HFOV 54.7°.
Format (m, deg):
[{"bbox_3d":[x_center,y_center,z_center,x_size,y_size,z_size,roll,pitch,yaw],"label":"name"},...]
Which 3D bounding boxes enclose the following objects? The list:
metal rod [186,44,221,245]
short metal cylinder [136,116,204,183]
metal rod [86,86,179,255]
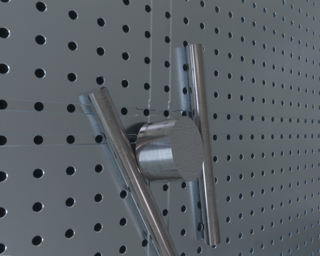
[{"bbox_3d":[0.065,0.028,0.464,0.025,0.025,0.298,-10,97,-40],"label":"metal rod"},{"bbox_3d":[0.014,0.028,0.391,0.080,0.050,0.080,20,66,-53],"label":"short metal cylinder"},{"bbox_3d":[-0.020,0.091,0.392,0.025,0.025,0.298,-34,111,-35],"label":"metal rod"}]
